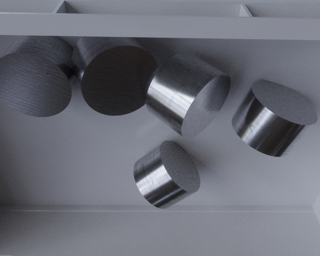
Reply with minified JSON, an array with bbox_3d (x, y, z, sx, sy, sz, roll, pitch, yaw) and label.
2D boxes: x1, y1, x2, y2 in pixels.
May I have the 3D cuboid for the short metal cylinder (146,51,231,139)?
[{"bbox_3d":[0.031,-0.035,0.336,0.050,0.081,0.079,38,135,25],"label":"short metal cylinder"}]

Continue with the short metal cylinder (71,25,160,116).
[{"bbox_3d":[-0.047,-0.060,0.324,0.081,0.050,0.079,-15,134,-17],"label":"short metal cylinder"}]

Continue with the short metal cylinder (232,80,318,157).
[{"bbox_3d":[0.133,-0.012,0.365,0.081,0.080,0.050,14,129,-12],"label":"short metal cylinder"}]

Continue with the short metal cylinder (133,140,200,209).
[{"bbox_3d":[0.010,0.064,0.428,0.050,0.080,0.080,-37,121,27],"label":"short metal cylinder"}]

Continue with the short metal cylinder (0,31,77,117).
[{"bbox_3d":[-0.133,-0.058,0.341,0.081,0.050,0.079,0,130,0],"label":"short metal cylinder"}]
